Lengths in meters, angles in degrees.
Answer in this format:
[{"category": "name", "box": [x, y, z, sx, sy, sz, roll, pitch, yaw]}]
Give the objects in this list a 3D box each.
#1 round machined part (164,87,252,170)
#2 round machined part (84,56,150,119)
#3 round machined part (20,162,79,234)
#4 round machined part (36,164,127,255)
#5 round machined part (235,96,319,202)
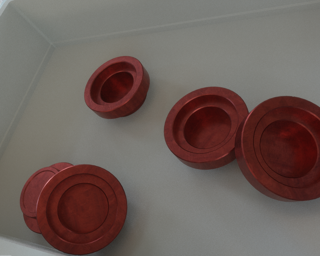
[{"category": "round machined part", "box": [0.058, 0.003, 0.362, 0.098, 0.042, 0.098, -13, 56, 20]}, {"category": "round machined part", "box": [-0.059, -0.055, 0.458, 0.098, 0.042, 0.098, -13, 56, 20]}, {"category": "round machined part", "box": [-0.145, 0.090, 0.413, 0.098, 0.042, 0.098, -13, 56, 20]}, {"category": "round machined part", "box": [-0.089, 0.094, 0.362, 0.099, 0.042, 0.098, 2, 75, -8]}, {"category": "round machined part", "box": [0.120, 0.022, 0.300, 0.099, 0.042, 0.098, 2, 73, -5]}]
